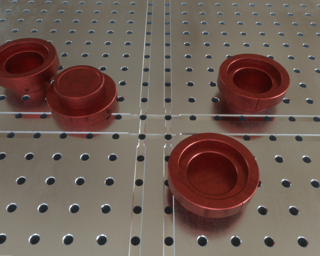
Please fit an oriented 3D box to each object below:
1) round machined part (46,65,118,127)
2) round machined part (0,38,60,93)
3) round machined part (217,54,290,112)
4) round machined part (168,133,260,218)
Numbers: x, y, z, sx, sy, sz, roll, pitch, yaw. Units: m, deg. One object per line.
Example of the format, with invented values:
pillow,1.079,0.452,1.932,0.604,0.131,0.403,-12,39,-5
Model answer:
round machined part,-0.111,-0.052,0.439,0.099,0.042,0.098,0,50,0
round machined part,-0.202,-0.091,0.471,0.099,0.042,0.098,0,50,0
round machined part,0.132,-0.061,0.450,0.099,0.042,0.098,0,50,0
round machined part,0.058,0.056,0.350,0.099,0.042,0.098,0,50,0
